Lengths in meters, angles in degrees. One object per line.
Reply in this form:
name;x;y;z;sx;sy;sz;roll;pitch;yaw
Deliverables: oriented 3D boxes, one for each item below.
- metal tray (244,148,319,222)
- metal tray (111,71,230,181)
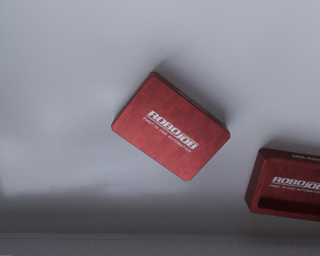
metal tray;0.197;0.083;0.440;0.131;0.030;0.089;8;110;-4
metal tray;0.014;0.000;0.409;0.130;0.030;0.090;36;106;-13
